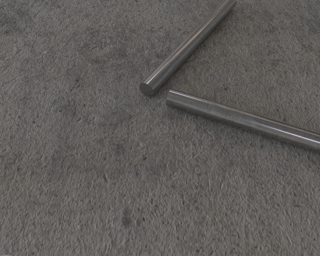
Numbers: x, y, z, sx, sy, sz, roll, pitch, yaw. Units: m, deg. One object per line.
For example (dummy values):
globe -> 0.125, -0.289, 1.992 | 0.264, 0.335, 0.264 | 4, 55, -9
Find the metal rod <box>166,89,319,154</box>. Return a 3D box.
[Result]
metal rod -> 0.151, 0.003, 0.401 | 0.301, 0.025, 0.025 | 19, 53, 15

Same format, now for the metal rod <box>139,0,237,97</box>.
metal rod -> 0.060, -0.152, 0.531 | 0.025, 0.025, 0.301 | 26, 54, 20
